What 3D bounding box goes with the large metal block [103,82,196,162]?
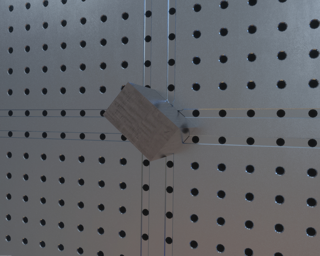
[{"bbox_3d":[-0.010,-0.008,0.387,0.080,0.080,0.050,43,104,14],"label":"large metal block"}]
